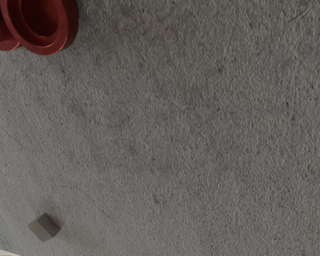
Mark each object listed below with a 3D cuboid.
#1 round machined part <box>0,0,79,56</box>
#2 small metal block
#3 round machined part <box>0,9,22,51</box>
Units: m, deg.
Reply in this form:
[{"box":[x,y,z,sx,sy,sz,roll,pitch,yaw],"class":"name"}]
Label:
[{"box":[-0.140,-0.142,0.379,0.098,0.042,0.097,12,124,19],"class":"round machined part"},{"box":[-0.251,0.216,0.669,0.050,0.025,0.050,-33,100,38],"class":"small metal block"},{"box":[-0.227,-0.151,0.419,0.098,0.042,0.097,13,124,20],"class":"round machined part"}]
